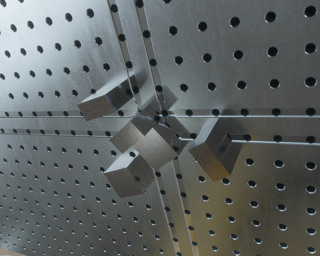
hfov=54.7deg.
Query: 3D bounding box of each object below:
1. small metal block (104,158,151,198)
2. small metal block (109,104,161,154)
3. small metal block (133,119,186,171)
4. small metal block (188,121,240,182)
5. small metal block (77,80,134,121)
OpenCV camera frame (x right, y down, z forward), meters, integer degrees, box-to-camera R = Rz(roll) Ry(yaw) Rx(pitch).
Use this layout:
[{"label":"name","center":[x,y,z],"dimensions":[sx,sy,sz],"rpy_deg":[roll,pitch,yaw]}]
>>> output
[{"label":"small metal block","center":[-0.051,0.079,0.486],"dimensions":[0.050,0.025,0.050],"rpy_deg":[-18,109,35]},{"label":"small metal block","center":[-0.032,0.001,0.411],"dimensions":[0.025,0.050,0.050],"rpy_deg":[48,129,-6]},{"label":"small metal block","center":[-0.003,0.024,0.426],"dimensions":[0.050,0.025,0.050],"rpy_deg":[47,129,-6]},{"label":"small metal block","center":[0.067,0.028,0.376],"dimensions":[0.025,0.050,0.050],"rpy_deg":[-31,101,38]},{"label":"small metal block","center":[-0.071,-0.036,0.408],"dimensions":[0.050,0.050,0.025],"rpy_deg":[-14,111,33]}]
